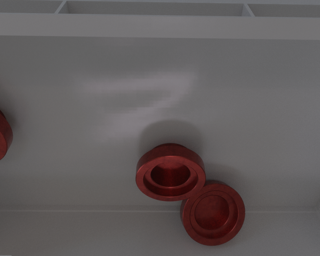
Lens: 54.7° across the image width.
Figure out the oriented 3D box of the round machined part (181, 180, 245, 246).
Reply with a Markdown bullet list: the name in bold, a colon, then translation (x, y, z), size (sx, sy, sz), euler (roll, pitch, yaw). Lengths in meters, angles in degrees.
- **round machined part**: translation (0.080, 0.130, 0.489), size (0.099, 0.042, 0.097), euler (-1, 95, -8)

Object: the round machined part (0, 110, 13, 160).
- **round machined part**: translation (-0.239, 0.000, 0.395), size (0.099, 0.042, 0.097), euler (0, 130, 0)

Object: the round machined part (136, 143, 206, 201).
- **round machined part**: translation (0.015, 0.060, 0.449), size (0.099, 0.042, 0.097), euler (0, 130, 0)
